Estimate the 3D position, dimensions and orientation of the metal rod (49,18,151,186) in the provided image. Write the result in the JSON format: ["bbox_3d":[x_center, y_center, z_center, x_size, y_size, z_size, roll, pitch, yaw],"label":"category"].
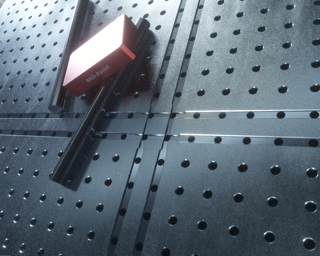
[{"bbox_3d":[-0.086,-0.052,0.485,0.025,0.025,0.300,12,67,33],"label":"metal rod"}]

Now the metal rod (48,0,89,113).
[{"bbox_3d":[-0.169,-0.160,0.595,0.025,0.025,0.299,-11,57,22],"label":"metal rod"}]

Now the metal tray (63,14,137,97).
[{"bbox_3d":[-0.097,-0.117,0.503,0.130,0.030,0.090,-27,44,26],"label":"metal tray"}]
